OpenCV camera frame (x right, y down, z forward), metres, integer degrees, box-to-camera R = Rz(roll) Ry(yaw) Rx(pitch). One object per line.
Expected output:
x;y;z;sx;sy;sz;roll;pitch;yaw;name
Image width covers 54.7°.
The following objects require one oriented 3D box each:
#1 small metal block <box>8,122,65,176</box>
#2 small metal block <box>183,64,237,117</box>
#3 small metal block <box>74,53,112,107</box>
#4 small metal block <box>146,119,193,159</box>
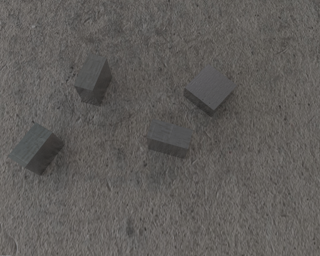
-0.151;0.027;0.384;0.025;0.050;0.050;30;73;10;small metal block
0.069;-0.052;0.427;0.050;0.025;0.050;40;75;13;small metal block
-0.088;-0.064;0.417;0.025;0.050;0.050;16;71;6;small metal block
0.012;0.015;0.389;0.050;0.050;0.025;16;71;5;small metal block
